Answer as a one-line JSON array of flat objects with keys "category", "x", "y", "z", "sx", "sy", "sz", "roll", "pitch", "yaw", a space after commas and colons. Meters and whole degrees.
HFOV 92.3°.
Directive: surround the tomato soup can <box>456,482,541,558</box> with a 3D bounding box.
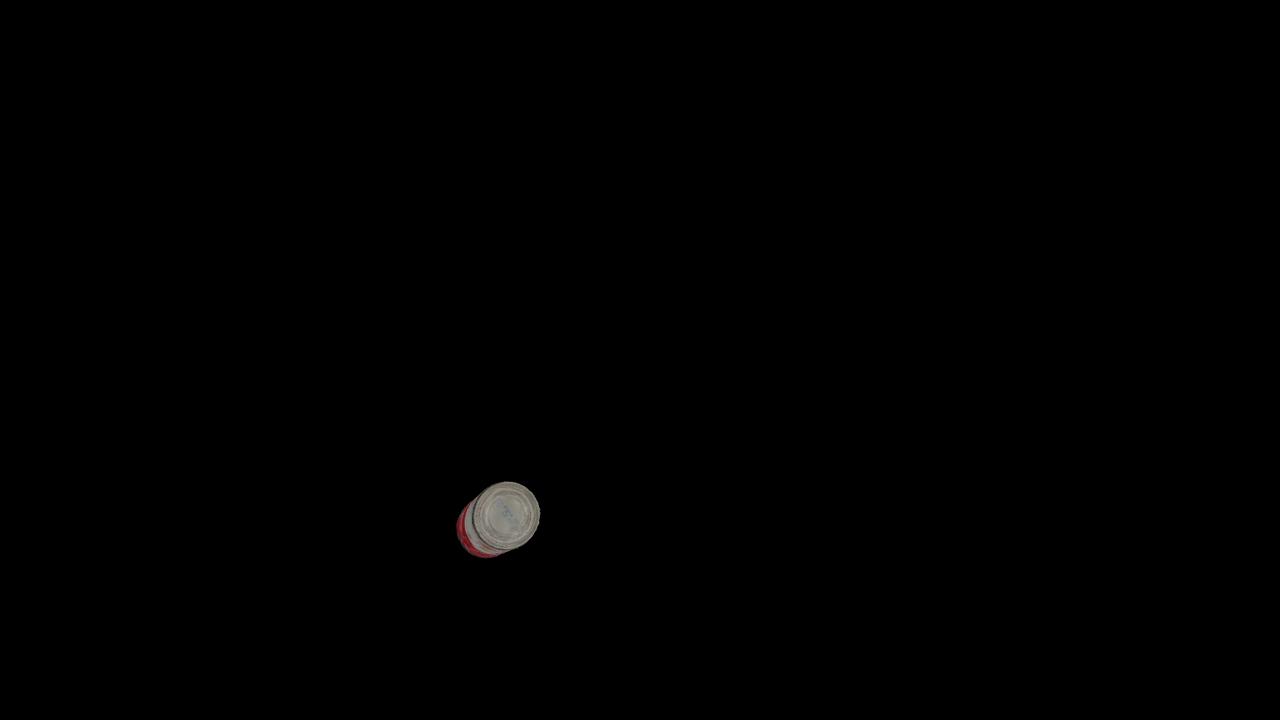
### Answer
[{"category": "tomato soup can", "x": -0.147, "y": 0.166, "z": 0.634, "sx": 0.068, "sy": 0.068, "sz": 0.101, "roll": 0, "pitch": -20, "yaw": -25}]
